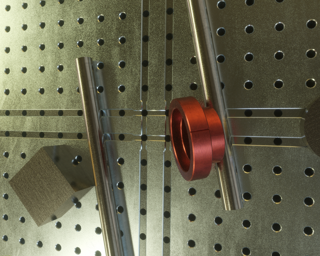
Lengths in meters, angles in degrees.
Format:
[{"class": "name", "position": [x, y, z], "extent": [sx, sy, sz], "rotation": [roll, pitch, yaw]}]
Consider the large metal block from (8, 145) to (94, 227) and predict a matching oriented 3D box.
[{"class": "large metal block", "position": [-0.158, 0.082, 0.453], "extent": [0.080, 0.050, 0.080], "rotation": [-43, 77, 14]}]

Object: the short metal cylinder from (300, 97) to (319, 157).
[{"class": "short metal cylinder", "position": [0.196, -0.001, 0.331], "extent": [0.080, 0.050, 0.079], "rotation": [0, 90, 19]}]

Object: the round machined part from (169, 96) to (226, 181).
[{"class": "round machined part", "position": [0.044, 0.011, 0.366], "extent": [0.042, 0.098, 0.097], "rotation": [-9, 87, -11]}]

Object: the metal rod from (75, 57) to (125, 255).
[{"class": "metal rod", "position": [-0.086, 0.047, 0.441], "extent": [0.025, 0.025, 0.298], "rotation": [-11, 86, 19]}]

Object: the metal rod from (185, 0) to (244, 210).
[{"class": "metal rod", "position": [0.065, -0.049, 0.389], "extent": [0.025, 0.025, 0.298], "rotation": [-11, 86, 19]}]
